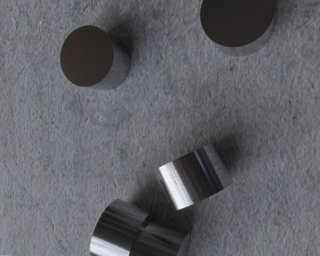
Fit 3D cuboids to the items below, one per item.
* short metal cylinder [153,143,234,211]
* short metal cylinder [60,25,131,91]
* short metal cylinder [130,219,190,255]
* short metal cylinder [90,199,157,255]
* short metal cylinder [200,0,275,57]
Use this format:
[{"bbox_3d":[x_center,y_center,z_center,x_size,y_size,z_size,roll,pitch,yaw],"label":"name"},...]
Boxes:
[{"bbox_3d":[0.038,0.057,0.366,0.080,0.080,0.050,-28,81,17],"label":"short metal cylinder"},{"bbox_3d":[-0.087,-0.093,0.425,0.080,0.050,0.079,0,90,19],"label":"short metal cylinder"},{"bbox_3d":[-0.001,0.159,0.379,0.050,0.080,0.079,16,95,19],"label":"short metal cylinder"},{"bbox_3d":[-0.044,0.137,0.394,0.050,0.080,0.079,16,95,19],"label":"short metal cylinder"},{"bbox_3d":[0.092,-0.129,0.363,0.080,0.050,0.079,0,90,19],"label":"short metal cylinder"}]
